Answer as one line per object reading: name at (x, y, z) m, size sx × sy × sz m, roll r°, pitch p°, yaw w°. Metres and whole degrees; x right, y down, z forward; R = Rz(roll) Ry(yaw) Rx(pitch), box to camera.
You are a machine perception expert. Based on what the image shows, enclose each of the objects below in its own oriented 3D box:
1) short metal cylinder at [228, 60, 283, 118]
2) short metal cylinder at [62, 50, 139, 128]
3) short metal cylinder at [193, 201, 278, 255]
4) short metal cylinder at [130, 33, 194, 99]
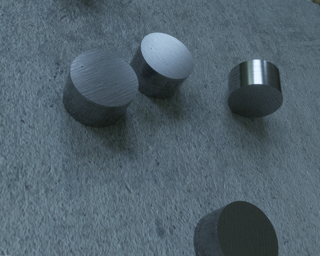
short metal cylinder at (0.147, -0.060, 0.484) m, size 0.080 × 0.080 × 0.050 m, roll 20°, pitch 54°, yaw -16°
short metal cylinder at (-0.073, -0.047, 0.377) m, size 0.081 × 0.050 × 0.080 m, roll 14°, pitch 56°, yaw -21°
short metal cylinder at (0.086, 0.130, 0.355) m, size 0.081 × 0.050 × 0.080 m, roll 14°, pitch 56°, yaw -21°
short metal cylinder at (0.001, -0.088, 0.442) m, size 0.081 × 0.050 × 0.080 m, roll 14°, pitch 56°, yaw -21°
